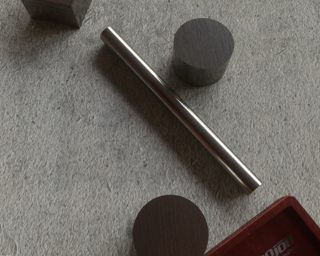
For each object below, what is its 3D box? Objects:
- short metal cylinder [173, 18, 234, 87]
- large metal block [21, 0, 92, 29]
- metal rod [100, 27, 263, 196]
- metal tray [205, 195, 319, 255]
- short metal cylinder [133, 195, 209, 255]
[{"bbox_3d":[0.058,-0.105,0.434,0.081,0.050,0.080,0,70,0],"label":"short metal cylinder"},{"bbox_3d":[-0.152,-0.207,0.469,0.080,0.050,0.080,14,71,5],"label":"large metal block"},{"bbox_3d":[0.019,-0.032,0.420,0.025,0.025,0.300,-39,75,-13],"label":"metal rod"},{"bbox_3d":[0.125,0.150,0.351,0.131,0.030,0.090,-32,73,-11],"label":"metal tray"},{"bbox_3d":[0.011,0.119,0.351,0.081,0.050,0.080,0,70,0],"label":"short metal cylinder"}]
